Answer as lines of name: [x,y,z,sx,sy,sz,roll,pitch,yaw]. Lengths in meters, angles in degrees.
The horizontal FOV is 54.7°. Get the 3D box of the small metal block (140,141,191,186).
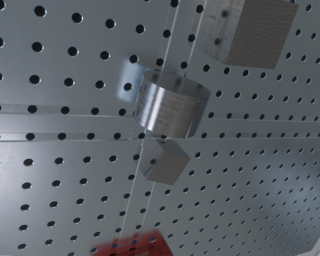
small metal block: [0.008,0.052,0.448,0.050,0.025,0.050,19,108,-36]

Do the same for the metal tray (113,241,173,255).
metal tray: [-0.047,0.255,0.540,0.131,0.030,0.089,-7,121,-25]

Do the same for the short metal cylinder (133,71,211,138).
short metal cylinder: [0.013,-0.030,0.364,0.081,0.080,0.050,3,117,-30]

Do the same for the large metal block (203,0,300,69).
large metal block: [0.109,-0.121,0.380,0.081,0.050,0.079,-1,119,-28]
